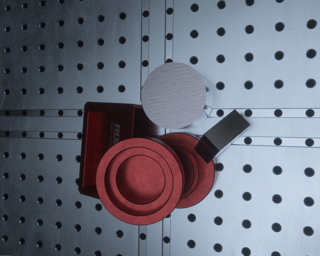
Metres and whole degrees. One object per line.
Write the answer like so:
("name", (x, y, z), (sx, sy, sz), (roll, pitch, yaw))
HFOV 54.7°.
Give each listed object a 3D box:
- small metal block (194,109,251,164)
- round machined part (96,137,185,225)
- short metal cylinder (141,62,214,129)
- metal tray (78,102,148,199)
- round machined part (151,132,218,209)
("small metal block", (0.072, 0.011, 0.363), (0.050, 0.050, 0.025), (-37, 76, -20))
("round machined part", (-0.020, 0.058, 0.359), (0.098, 0.042, 0.097), (0, 92, 9))
("short metal cylinder", (0.023, -0.038, 0.390), (0.080, 0.050, 0.079), (0, 90, 19))
("metal tray", (-0.065, 0.031, 0.420), (0.090, 0.030, 0.129), (6, 92, 34))
("round machined part", (0.021, 0.054, 0.394), (0.098, 0.042, 0.097), (0, 90, 19))
